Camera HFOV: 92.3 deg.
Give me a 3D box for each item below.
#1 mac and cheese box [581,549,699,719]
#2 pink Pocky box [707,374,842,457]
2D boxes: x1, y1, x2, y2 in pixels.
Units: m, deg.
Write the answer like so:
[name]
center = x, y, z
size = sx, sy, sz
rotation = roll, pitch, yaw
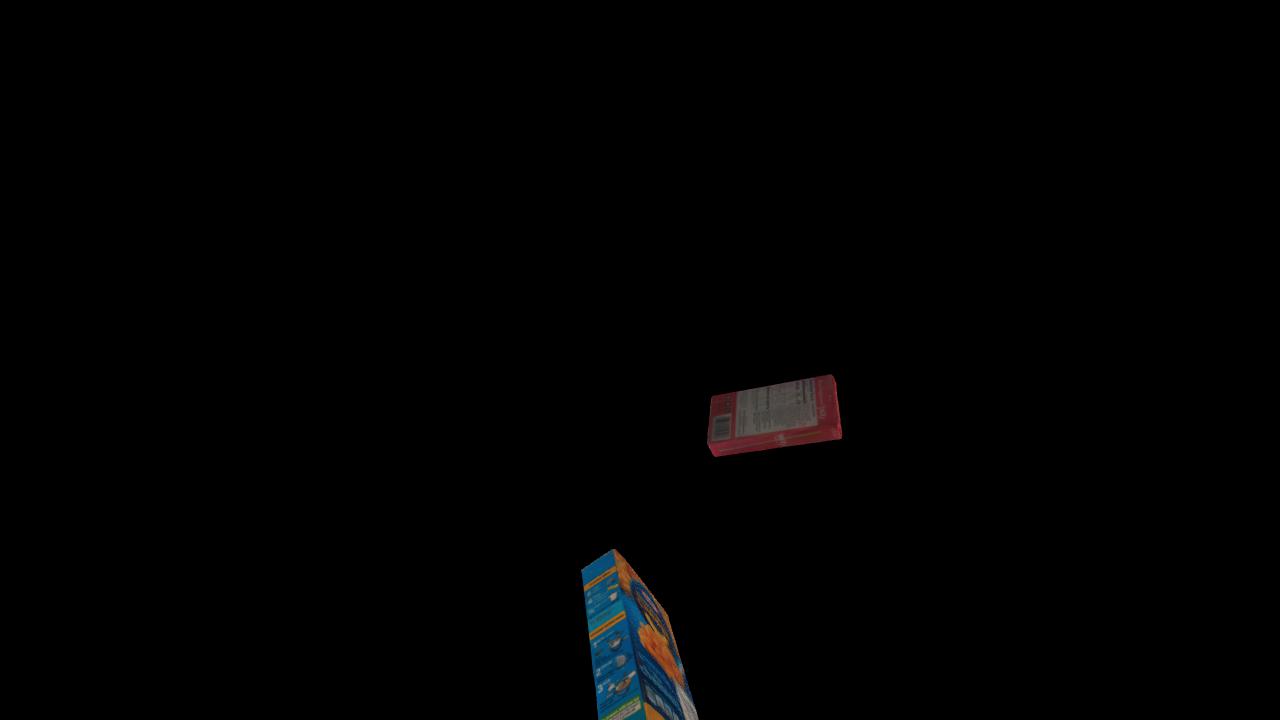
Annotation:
[mac and cheese box]
center = 0.002, 0.227, 0.446
size = 0.041, 0.093, 0.184
rotation = -35, 19, 2
[pink Pocky box]
center = 0.160, 0.068, 0.741
size = 0.155, 0.029, 0.084
rotation = -12, 38, 21
